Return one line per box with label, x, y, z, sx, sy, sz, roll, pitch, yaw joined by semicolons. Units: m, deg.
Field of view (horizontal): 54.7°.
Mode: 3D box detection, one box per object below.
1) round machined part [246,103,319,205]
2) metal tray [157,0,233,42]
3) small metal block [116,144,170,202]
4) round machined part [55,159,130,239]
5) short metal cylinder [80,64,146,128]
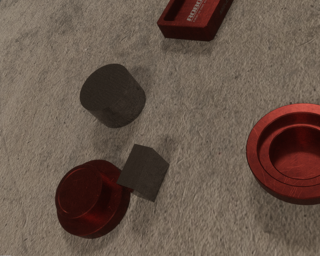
round machined part;0.138;0.028;0.303;0.098;0.042;0.098;-13;56;20
metal tray;0.063;-0.199;0.488;0.090;0.030;0.130;16;70;34
small metal block;-0.018;0.053;0.363;0.025;0.050;0.050;11;67;32
round machined part;-0.090;0.084;0.387;0.098;0.042;0.098;-13;56;20
short metal cylinder;-0.068;-0.046;0.450;0.080;0.050;0.080;-13;56;20
